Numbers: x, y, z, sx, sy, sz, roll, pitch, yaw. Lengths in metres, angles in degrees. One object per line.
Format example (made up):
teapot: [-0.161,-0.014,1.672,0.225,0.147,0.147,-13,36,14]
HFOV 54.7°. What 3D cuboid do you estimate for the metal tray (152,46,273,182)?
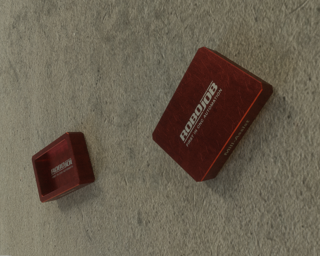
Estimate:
metal tray: [0.054,-0.015,0.357,0.090,0.030,0.129,43,116,31]

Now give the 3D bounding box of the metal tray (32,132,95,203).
metal tray: [-0.174,0.071,0.545,0.130,0.030,0.090,-28,72,36]
